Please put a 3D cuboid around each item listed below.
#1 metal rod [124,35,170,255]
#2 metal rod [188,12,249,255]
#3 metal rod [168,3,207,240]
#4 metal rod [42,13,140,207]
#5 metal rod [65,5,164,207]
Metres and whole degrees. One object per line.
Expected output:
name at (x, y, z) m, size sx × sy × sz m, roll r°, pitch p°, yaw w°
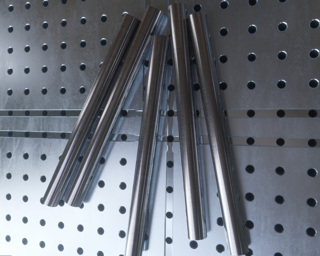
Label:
metal rod at (-0.017, 0.027, 0.419) m, size 0.025 × 0.025 × 0.298 m, roll 9°, pitch 93°, yaw 20°
metal rod at (0.072, 0.004, 0.387) m, size 0.025 × 0.025 × 0.299 m, roll -11°, pitch 86°, yaw 20°
metal rod at (0.035, -0.009, 0.400) m, size 0.025 × 0.025 × 0.298 m, roll -5°, pitch 88°, yaw 20°
metal rod at (-0.102, -0.019, 0.448) m, size 0.025 × 0.025 × 0.299 m, roll 29°, pitch 99°, yaw 17°
metal rod at (-0.067, -0.024, 0.437) m, size 0.025 × 0.025 × 0.299 m, roll 27°, pitch 99°, yaw 18°
